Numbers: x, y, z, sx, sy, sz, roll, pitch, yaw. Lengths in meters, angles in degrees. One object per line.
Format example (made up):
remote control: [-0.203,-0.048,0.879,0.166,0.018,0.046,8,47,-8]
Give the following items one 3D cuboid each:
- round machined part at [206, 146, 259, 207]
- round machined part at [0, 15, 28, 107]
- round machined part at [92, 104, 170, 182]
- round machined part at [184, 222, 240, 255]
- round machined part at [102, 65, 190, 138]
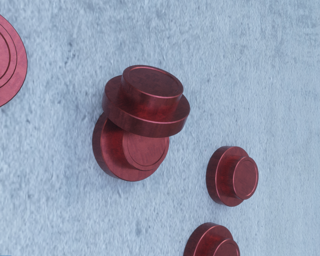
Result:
round machined part: [0.122,0.078,0.500,0.099,0.042,0.097,0,90,-40]
round machined part: [-0.162,-0.060,0.259,0.099,0.042,0.097,0,90,-40]
round machined part: [-0.027,0.016,0.373,0.099,0.042,0.097,0,90,-40]
round machined part: [0.084,0.197,0.467,0.099,0.042,0.097,0,90,-40]
round machined part: [-0.012,-0.036,0.346,0.099,0.098,0.042,-14,137,-39]
